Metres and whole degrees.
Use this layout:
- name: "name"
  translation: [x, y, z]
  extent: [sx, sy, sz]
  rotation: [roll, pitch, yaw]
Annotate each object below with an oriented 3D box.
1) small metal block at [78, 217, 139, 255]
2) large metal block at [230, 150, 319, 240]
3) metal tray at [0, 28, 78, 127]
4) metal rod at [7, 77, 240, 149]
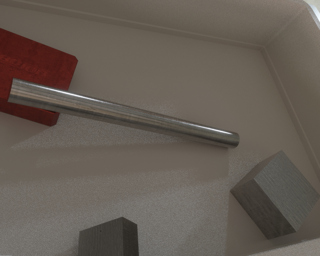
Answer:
- name: "small metal block"
  translation: [-0.048, 0.116, 0.286]
  extent: [0.025, 0.050, 0.050]
  rotation: [47, 27, -45]
- name: "large metal block"
  translation: [0.157, 0.089, 0.422]
  extent: [0.081, 0.050, 0.080]
  rotation: [-31, 79, -38]
- name: "metal tray"
  translation: [-0.170, -0.063, 0.350]
  extent: [0.131, 0.030, 0.090]
  rotation: [19, 54, -18]
- name: "metal rod"
  translation: [-0.019, -0.010, 0.379]
  extent: [0.302, 0.025, 0.025]
  rotation: [12, 56, -31]
